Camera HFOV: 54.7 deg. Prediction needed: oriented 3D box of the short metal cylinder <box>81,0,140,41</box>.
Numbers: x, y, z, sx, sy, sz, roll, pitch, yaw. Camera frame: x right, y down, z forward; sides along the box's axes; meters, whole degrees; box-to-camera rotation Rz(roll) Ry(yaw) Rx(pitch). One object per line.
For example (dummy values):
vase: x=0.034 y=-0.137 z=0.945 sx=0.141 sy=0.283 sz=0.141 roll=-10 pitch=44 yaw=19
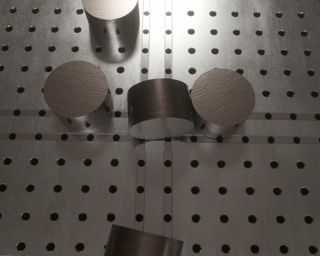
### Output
short metal cylinder: x=-0.071 y=-0.178 z=0.463 sx=0.081 sy=0.050 sz=0.080 roll=0 pitch=70 yaw=0

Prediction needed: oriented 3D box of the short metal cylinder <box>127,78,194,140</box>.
short metal cylinder: x=0.000 y=-0.021 z=0.390 sx=0.081 sy=0.080 sz=0.050 roll=-5 pitch=70 yaw=-2

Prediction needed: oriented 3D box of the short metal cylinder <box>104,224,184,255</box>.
short metal cylinder: x=-0.019 y=0.138 z=0.332 sx=0.080 sy=0.080 sz=0.050 roll=12 pitch=71 yaw=4

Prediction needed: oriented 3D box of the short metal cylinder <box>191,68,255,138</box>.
short metal cylinder: x=0.079 y=-0.031 z=0.411 sx=0.081 sy=0.050 sz=0.080 roll=0 pitch=70 yaw=0

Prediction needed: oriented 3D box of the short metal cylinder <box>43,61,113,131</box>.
short metal cylinder: x=-0.106 y=-0.042 z=0.413 sx=0.081 sy=0.050 sz=0.080 roll=0 pitch=70 yaw=0
